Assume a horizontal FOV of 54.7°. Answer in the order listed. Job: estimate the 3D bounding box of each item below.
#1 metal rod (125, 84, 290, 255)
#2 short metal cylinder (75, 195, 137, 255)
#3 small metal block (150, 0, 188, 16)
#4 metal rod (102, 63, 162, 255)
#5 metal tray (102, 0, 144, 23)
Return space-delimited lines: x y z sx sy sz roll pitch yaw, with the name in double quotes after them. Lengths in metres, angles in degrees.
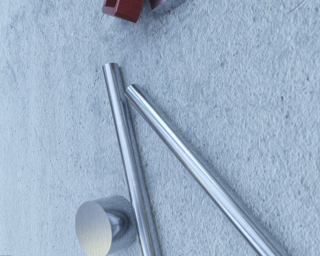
0.047 0.049 0.364 0.300 0.025 0.025 50 119 28 "metal rod"
-0.078 0.142 0.451 0.080 0.050 0.079 0 90 39 "short metal cylinder"
0.011 -0.181 0.394 0.050 0.025 0.050 -20 77 37 "small metal block"
-0.040 0.050 0.435 0.025 0.025 0.299 -22 76 37 "metal rod"
-0.037 -0.209 0.406 0.090 0.030 0.129 46 121 60 "metal tray"
